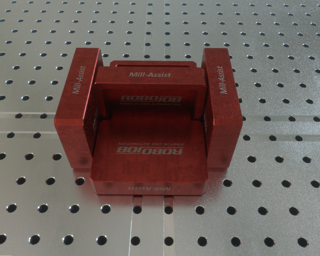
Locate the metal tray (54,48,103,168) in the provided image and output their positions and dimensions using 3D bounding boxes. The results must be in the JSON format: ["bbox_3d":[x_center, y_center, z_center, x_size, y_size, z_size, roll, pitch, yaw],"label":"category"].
[{"bbox_3d":[-0.092,-0.027,0.386,0.030,0.089,0.130,1,50,0],"label":"metal tray"}]

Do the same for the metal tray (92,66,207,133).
[{"bbox_3d":[-0.012,-0.033,0.391,0.131,0.089,0.030,1,50,0],"label":"metal tray"}]

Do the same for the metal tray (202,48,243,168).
[{"bbox_3d":[0.070,-0.027,0.388,0.030,0.089,0.130,1,50,0],"label":"metal tray"}]

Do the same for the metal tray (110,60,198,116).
[{"bbox_3d":[-0.010,-0.059,0.454,0.131,0.030,0.090,1,50,0],"label":"metal tray"}]

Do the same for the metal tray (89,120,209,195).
[{"bbox_3d":[-0.012,0.033,0.374,0.131,0.030,0.090,1,50,0],"label":"metal tray"}]
